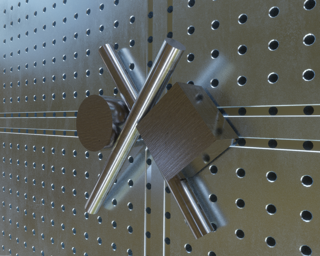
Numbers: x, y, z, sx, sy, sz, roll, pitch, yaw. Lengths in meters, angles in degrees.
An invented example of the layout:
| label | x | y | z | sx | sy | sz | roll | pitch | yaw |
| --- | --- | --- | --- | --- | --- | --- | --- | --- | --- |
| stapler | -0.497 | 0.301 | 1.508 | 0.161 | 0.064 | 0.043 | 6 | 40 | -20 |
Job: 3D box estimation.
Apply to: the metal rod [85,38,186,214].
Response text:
| label | x | y | z | sx | sy | sz | roll | pitch | yaw |
| --- | --- | --- | --- | --- | --- | --- | --- | --- | --- |
| metal rod | -0.046 | 0.018 | 0.415 | 0.025 | 0.025 | 0.298 | 50 | 128 | 28 |

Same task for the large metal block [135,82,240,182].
| label | x | y | z | sx | sy | sz | roll | pitch | yaw |
| --- | --- | --- | --- | --- | --- | --- | --- | --- | --- |
| large metal block | 0.029 | 0.005 | 0.363 | 0.080 | 0.050 | 0.080 | -46 | 63 | 30 |

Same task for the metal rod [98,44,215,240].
| label | x | y | z | sx | sy | sz | roll | pitch | yaw |
| --- | --- | --- | --- | --- | --- | --- | --- | --- | --- |
| metal rod | -0.015 | 0.003 | 0.416 | 0.025 | 0.025 | 0.299 | -43 | 64 | 31 |

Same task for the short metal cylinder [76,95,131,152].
| label | x | y | z | sx | sy | sz | roll | pitch | yaw |
| --- | --- | --- | --- | --- | --- | --- | --- | --- | --- |
| short metal cylinder | -0.077 | -0.007 | 0.452 | 0.080 | 0.050 | 0.079 | 0 | 90 | 40 |
